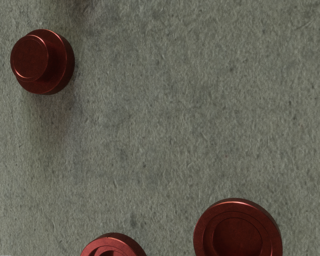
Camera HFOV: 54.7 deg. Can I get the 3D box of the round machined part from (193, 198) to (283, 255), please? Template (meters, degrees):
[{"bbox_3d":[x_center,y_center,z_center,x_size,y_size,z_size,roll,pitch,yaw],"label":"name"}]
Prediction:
[{"bbox_3d":[0.092,0.131,0.367,0.098,0.042,0.097,0,90,19],"label":"round machined part"}]

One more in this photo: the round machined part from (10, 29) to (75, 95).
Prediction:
[{"bbox_3d":[-0.181,-0.100,0.462,0.098,0.042,0.097,0,90,19],"label":"round machined part"}]

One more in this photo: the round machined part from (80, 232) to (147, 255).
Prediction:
[{"bbox_3d":[-0.057,0.190,0.419,0.098,0.042,0.097,0,90,19],"label":"round machined part"}]
